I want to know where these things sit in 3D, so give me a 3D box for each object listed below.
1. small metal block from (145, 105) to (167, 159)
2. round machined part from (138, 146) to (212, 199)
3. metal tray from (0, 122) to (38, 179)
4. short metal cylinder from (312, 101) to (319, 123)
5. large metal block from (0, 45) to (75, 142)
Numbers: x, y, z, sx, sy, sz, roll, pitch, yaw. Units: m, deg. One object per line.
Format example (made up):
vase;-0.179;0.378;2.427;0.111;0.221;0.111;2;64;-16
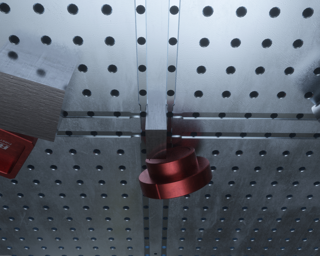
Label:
small metal block;-0.005;0.005;0.399;0.025;0.050;0.050;0;130;0
round machined part;0.018;0.055;0.419;0.098;0.098;0.042;-13;100;10
metal tray;-0.242;0.011;0.415;0.131;0.030;0.090;28;125;-22
short metal cylinder;0.230;-0.013;0.367;0.080;0.080;0.050;27;125;-21
large metal block;-0.152;-0.038;0.361;0.081;0.050;0.079;16;128;-14
